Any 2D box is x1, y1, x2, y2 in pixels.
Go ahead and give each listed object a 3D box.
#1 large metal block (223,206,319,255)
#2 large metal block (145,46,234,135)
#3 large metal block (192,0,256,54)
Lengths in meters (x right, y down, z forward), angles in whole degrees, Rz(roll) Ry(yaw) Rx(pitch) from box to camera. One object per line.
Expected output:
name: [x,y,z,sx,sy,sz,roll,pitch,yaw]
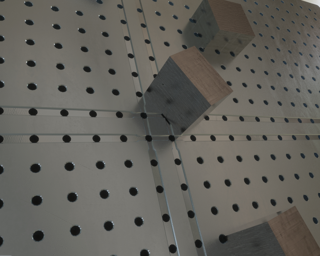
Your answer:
large metal block: [0.132,0.145,0.354,0.050,0.080,0.080,-13,69,-33]
large metal block: [0.037,-0.050,0.422,0.050,0.080,0.080,-32,80,-38]
large metal block: [0.115,-0.186,0.567,0.081,0.050,0.080,0,62,-28]
